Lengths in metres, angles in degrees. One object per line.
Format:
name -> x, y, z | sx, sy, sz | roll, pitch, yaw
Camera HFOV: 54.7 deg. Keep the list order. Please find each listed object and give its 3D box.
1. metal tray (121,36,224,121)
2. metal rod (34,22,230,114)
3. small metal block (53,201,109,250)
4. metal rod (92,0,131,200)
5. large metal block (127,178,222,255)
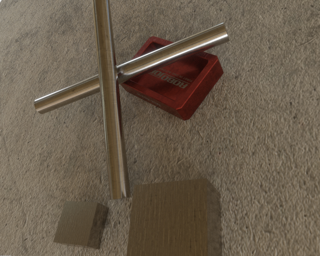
metal tray -> 0.011, -0.075, 0.439 | 0.130, 0.030, 0.090 | 29, 78, 37
metal rod -> -0.052, -0.078, 0.437 | 0.301, 0.025, 0.025 | -18, 55, 18
small metal block -> -0.096, 0.118, 0.380 | 0.050, 0.025, 0.050 | -4, 60, 25
metal rod -> -0.068, -0.058, 0.412 | 0.025, 0.025, 0.299 | -13, 76, 21
large metal block -> 0.017, 0.101, 0.316 | 0.080, 0.050, 0.080 | -10, 58, 22
